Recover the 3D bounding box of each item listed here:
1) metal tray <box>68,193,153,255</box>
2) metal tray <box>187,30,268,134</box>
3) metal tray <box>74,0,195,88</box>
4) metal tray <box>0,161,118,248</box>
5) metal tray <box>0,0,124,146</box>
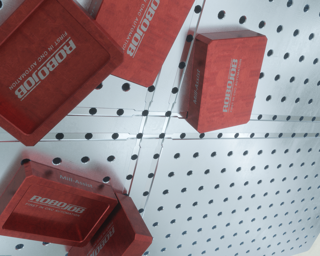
[{"bbox_3d":[-0.075,0.168,0.433,0.030,0.090,0.130,29,102,-38],"label":"metal tray"},{"bbox_3d":[0.089,-0.061,0.420,0.091,0.030,0.129,-11,123,-23],"label":"metal tray"},{"bbox_3d":[-0.023,-0.116,0.324,0.091,0.030,0.129,16,110,-35],"label":"metal tray"},{"bbox_3d":[-0.132,0.103,0.400,0.131,0.030,0.090,28,103,-38],"label":"metal tray"},{"bbox_3d":[-0.109,-0.056,0.286,0.130,0.030,0.090,-41,112,9],"label":"metal tray"}]
